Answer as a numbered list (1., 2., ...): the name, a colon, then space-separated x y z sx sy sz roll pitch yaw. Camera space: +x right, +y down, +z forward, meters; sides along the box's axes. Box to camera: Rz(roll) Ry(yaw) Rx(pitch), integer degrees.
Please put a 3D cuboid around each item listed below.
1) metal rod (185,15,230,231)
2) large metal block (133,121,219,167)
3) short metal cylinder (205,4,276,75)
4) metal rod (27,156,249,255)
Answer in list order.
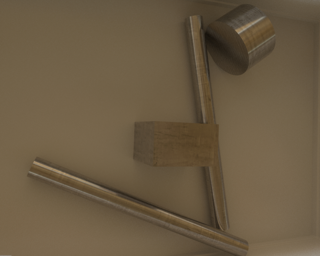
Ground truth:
1. metal rod: 0.067 -0.004 0.436 0.025 0.025 0.298 -9 93 -20
2. large metal block: 0.017 0.019 0.389 0.081 0.080 0.050 3 89 -20
3. short metal cylinder: 0.108 -0.119 0.422 0.050 0.080 0.080 -36 102 -17
4. metal rod: -0.016 0.107 0.395 0.302 0.025 0.025 25 82 -15
